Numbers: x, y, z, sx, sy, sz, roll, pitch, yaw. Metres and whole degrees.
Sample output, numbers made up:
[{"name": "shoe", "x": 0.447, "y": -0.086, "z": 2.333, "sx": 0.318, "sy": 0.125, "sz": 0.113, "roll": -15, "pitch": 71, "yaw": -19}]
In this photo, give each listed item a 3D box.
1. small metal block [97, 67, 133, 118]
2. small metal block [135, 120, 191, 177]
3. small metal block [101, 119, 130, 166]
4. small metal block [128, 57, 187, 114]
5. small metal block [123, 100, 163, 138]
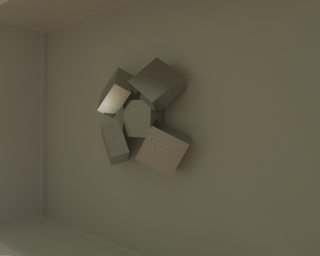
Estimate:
[{"name": "small metal block", "x": -0.063, "y": -0.050, "z": 0.440, "sx": 0.050, "sy": 0.025, "sz": 0.050, "roll": -50, "pitch": 23, "yaw": 29}, {"name": "small metal block", "x": 0.004, "y": 0.025, "z": 0.386, "sx": 0.050, "sy": 0.025, "sz": 0.050, "roll": 27, "pitch": 110, "yaw": 0}, {"name": "small metal block", "x": -0.065, "y": 0.022, "z": 0.443, "sx": 0.050, "sy": 0.025, "sz": 0.050, "roll": 114, "pitch": 137, "yaw": -68}, {"name": "small metal block", "x": -0.003, "y": -0.054, "z": 0.391, "sx": 0.050, "sy": 0.025, "sz": 0.050, "roll": -41, "pitch": 58, "yaw": -10}, {"name": "small metal block", "x": -0.023, "y": -0.013, "z": 0.423, "sx": 0.050, "sy": 0.025, "sz": 0.050, "roll": 2, "pitch": 92, "yaw": 40}]
